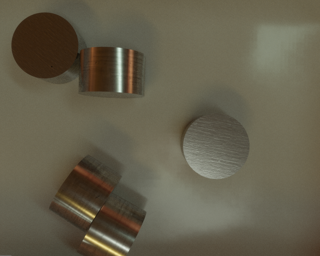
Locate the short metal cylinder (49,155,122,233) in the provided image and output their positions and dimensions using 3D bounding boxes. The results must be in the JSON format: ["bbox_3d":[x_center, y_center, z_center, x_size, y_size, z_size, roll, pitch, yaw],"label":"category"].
[{"bbox_3d":[-0.090,0.080,0.383,0.050,0.080,0.080,33,90,0],"label":"short metal cylinder"}]

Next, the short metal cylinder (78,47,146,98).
[{"bbox_3d":[-0.059,-0.065,0.383,0.081,0.080,0.050,2,90,0],"label":"short metal cylinder"}]

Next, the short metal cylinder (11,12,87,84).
[{"bbox_3d":[-0.138,-0.100,0.398,0.081,0.050,0.080,0,90,0],"label":"short metal cylinder"}]

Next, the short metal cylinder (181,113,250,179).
[{"bbox_3d":[0.068,0.022,0.399,0.081,0.050,0.080,0,90,0],"label":"short metal cylinder"}]

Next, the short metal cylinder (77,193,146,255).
[{"bbox_3d":[-0.059,0.127,0.383,0.050,0.080,0.080,30,90,0],"label":"short metal cylinder"}]
